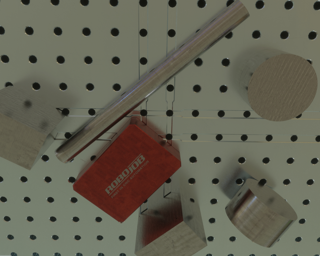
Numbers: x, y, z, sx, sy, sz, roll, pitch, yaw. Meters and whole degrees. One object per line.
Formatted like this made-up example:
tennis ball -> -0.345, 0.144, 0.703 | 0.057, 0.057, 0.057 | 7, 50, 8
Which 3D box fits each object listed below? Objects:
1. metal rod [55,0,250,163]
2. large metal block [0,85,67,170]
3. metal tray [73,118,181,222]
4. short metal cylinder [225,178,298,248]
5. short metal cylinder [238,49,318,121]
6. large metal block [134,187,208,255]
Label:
metal rod -> -0.019, -0.051, 0.394 | 0.300, 0.025, 0.025 | -38, 106, 12
large metal block -> -0.173, -0.004, 0.381 | 0.080, 0.080, 0.050 | 28, 108, -10
metal tray -> -0.045, 0.060, 0.432 | 0.090, 0.030, 0.130 | 40, 105, -14
short metal cylinder -> 0.138, 0.115, 0.428 | 0.080, 0.080, 0.050 | 29, 108, -10
short metal cylinder -> 0.142, -0.054, 0.381 | 0.081, 0.050, 0.079 | 0, 110, 0
large metal block -> 0.014, 0.143, 0.437 | 0.080, 0.080, 0.050 | -38, 106, 13
